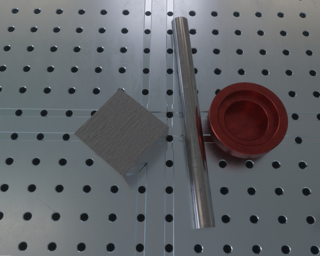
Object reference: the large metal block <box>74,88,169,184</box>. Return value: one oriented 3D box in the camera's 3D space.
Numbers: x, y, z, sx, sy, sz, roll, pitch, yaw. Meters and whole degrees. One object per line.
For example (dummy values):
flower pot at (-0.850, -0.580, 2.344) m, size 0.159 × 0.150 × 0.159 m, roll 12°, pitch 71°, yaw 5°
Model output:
large metal block at (-0.046, 0.011, 0.394) m, size 0.080 × 0.050 × 0.080 m, roll 39°, pitch 74°, yaw 13°

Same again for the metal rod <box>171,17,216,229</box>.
metal rod at (0.042, -0.021, 0.419) m, size 0.025 × 0.025 × 0.299 m, roll -4°, pitch 70°, yaw -2°

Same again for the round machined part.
round machined part at (0.111, -0.007, 0.406) m, size 0.099 × 0.042 × 0.098 m, roll 0°, pitch 70°, yaw 0°
